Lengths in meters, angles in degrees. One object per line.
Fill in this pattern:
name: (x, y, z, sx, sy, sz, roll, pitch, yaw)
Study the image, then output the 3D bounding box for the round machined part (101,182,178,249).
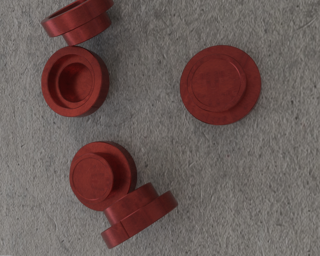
round machined part: (-0.030, 0.102, 0.381, 0.098, 0.098, 0.042, -35, 79, 16)

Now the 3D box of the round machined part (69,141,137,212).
round machined part: (-0.085, 0.067, 0.430, 0.098, 0.042, 0.097, 0, 90, 20)

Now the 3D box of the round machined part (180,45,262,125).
round machined part: (0.071, -0.052, 0.375, 0.098, 0.042, 0.097, 0, 90, 20)

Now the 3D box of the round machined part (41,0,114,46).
round machined part: (-0.105, -0.146, 0.418, 0.098, 0.098, 0.042, -16, 122, 19)

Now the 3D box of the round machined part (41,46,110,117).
round machined part: (-0.115, -0.063, 0.440, 0.098, 0.042, 0.097, 0, 90, 20)
